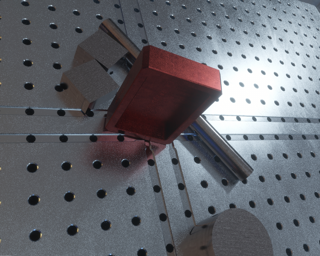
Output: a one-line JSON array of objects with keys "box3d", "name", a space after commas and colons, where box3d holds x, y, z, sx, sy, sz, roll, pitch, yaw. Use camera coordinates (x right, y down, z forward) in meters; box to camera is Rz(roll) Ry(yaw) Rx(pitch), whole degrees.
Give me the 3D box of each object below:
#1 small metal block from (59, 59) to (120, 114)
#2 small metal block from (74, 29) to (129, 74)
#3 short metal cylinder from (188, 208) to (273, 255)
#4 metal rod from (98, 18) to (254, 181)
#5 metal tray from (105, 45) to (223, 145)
[{"box3d": [-0.089, -0.054, 0.394, 0.050, 0.025, 0.050, 48, 51, 5], "name": "small metal block"}, {"box3d": [-0.081, -0.102, 0.428, 0.050, 0.025, 0.050, 38, 51, -3], "name": "small metal block"}, {"box3d": [0.080, 0.138, 0.353, 0.081, 0.050, 0.080, 14, 56, -21], "name": "short metal cylinder"}, {"box3d": [0.020, -0.043, 0.446, 0.300, 0.025, 0.025, 47, 51, 4], "name": "metal rod"}, {"box3d": [-0.001, -0.030, 0.360, 0.091, 0.129, 0.030, 15, 56, -20], "name": "metal tray"}]
